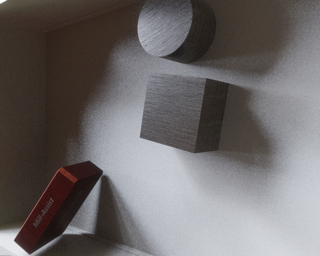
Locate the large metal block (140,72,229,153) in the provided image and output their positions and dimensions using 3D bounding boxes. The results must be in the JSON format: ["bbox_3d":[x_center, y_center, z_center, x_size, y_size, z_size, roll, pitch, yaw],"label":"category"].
[{"bbox_3d":[0.028,-0.020,0.366,0.080,0.050,0.079,14,99,39],"label":"large metal block"}]

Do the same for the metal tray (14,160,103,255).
[{"bbox_3d":[-0.146,0.113,0.460,0.030,0.090,0.130,35,98,11],"label":"metal tray"}]

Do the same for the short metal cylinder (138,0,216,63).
[{"bbox_3d":[0.020,-0.122,0.373,0.080,0.050,0.079,0,90,39],"label":"short metal cylinder"}]
